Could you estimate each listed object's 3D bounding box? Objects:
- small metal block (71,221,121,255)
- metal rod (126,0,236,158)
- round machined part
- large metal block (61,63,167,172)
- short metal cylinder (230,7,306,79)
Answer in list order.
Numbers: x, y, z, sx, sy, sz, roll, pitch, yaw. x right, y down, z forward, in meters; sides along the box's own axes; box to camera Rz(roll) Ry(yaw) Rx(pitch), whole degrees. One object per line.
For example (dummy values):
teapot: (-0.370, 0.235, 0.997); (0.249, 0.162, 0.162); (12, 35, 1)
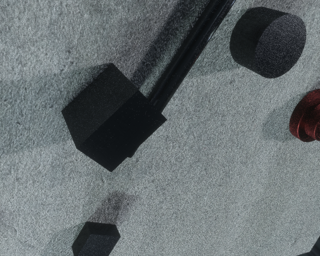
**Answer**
small metal block: (-0.095, 0.169, 0.461); (0.050, 0.025, 0.050); (21, 107, -36)
metal rod: (0.035, -0.090, 0.371); (0.025, 0.025, 0.299); (25, 105, -37)
round machined part: (0.280, -0.016, 0.543); (0.099, 0.042, 0.097); (-14, 125, -21)
large metal block: (-0.052, -0.014, 0.335); (0.080, 0.080, 0.050); (-43, 130, 1)
short metal cylinder: (0.139, -0.110, 0.400); (0.081, 0.050, 0.079); (-14, 125, -21)
